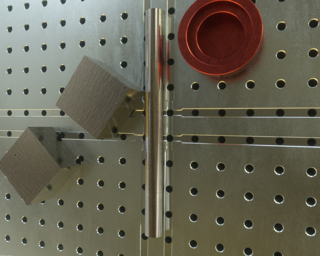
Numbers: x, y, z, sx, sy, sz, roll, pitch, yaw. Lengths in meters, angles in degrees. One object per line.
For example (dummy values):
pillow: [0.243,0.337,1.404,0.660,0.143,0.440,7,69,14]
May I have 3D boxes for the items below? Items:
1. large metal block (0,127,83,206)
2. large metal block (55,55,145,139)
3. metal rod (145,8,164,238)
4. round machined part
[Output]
large metal block: [-0.179,0.054,0.462,0.080,0.050,0.080,-46,76,14]
large metal block: [-0.082,-0.041,0.428,0.080,0.050,0.080,37,102,16]
metal rod: [-0.007,-0.007,0.414,0.025,0.025,0.298,0,90,20]
round machined part: [0.074,-0.110,0.377,0.098,0.042,0.097,0,90,20]
